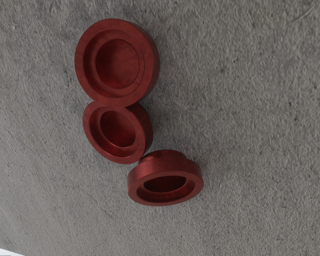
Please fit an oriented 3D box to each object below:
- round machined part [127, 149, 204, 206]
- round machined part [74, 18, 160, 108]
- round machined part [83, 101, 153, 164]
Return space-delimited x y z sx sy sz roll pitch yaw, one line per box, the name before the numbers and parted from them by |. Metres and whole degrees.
round machined part | 0.006 0.064 0.413 0.099 0.042 0.097 -5 142 -4
round machined part | -0.046 -0.075 0.362 0.098 0.042 0.097 4 104 18
round machined part | -0.052 -0.003 0.421 0.098 0.042 0.097 14 124 22
